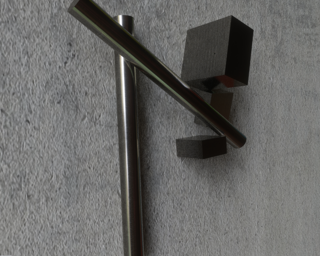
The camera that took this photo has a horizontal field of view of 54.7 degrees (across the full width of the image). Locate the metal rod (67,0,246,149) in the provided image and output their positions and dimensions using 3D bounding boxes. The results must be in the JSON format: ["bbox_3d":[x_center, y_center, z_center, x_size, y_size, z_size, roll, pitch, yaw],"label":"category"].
[{"bbox_3d":[0.019,-0.052,0.387,0.301,0.025,0.025,35,68,-34],"label":"metal rod"}]

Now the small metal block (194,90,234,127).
[{"bbox_3d":[0.081,-0.031,0.467,0.050,0.025,0.050,-7,111,-40],"label":"small metal block"}]

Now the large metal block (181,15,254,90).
[{"bbox_3d":[0.079,-0.101,0.438,0.050,0.080,0.080,14,81,-40],"label":"large metal block"}]

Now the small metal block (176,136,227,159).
[{"bbox_3d":[0.059,0.026,0.440,0.050,0.050,0.025,-7,95,-40],"label":"small metal block"}]

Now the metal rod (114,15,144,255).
[{"bbox_3d":[-0.038,0.018,0.374,0.025,0.025,0.298,-4,93,-40],"label":"metal rod"}]
